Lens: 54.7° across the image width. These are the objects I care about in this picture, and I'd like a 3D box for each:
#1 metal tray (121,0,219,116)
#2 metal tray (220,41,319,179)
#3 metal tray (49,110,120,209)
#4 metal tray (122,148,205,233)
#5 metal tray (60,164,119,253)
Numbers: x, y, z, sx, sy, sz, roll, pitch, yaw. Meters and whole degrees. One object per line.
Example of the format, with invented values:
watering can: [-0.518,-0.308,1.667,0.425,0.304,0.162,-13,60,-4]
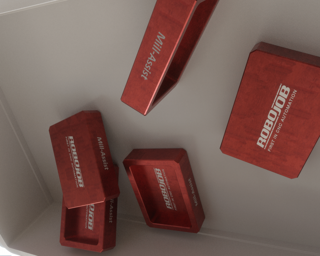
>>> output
metal tray: [0.013,-0.084,0.308,0.030,0.090,0.129,33,129,7]
metal tray: [0.125,-0.016,0.330,0.090,0.030,0.129,21,126,16]
metal tray: [-0.115,0.048,0.460,0.090,0.030,0.129,-20,82,35]
metal tray: [0.007,0.093,0.458,0.090,0.030,0.129,-3,117,29]
metal tray: [-0.113,0.122,0.494,0.090,0.030,0.129,-4,79,30]
